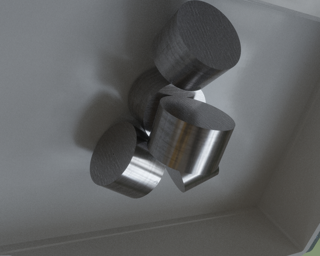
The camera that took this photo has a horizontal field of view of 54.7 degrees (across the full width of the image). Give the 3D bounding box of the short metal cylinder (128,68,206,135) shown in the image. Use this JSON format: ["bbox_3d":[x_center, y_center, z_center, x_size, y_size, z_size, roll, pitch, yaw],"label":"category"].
[{"bbox_3d":[0.008,-0.028,0.376,0.081,0.050,0.079,-14,124,-21],"label":"short metal cylinder"}]

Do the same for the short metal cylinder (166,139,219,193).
[{"bbox_3d":[0.035,0.039,0.414,0.050,0.080,0.080,-25,128,-12],"label":"short metal cylinder"}]

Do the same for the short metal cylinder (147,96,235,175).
[{"bbox_3d":[0.032,0.005,0.326,0.081,0.080,0.050,3,117,-30],"label":"short metal cylinder"}]

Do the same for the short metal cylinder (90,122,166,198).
[{"bbox_3d":[-0.039,0.039,0.373,0.050,0.080,0.080,33,100,-38],"label":"short metal cylinder"}]

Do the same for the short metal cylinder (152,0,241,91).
[{"bbox_3d":[0.038,-0.086,0.330,0.081,0.080,0.050,4,159,-30],"label":"short metal cylinder"}]
